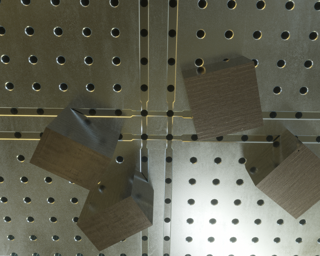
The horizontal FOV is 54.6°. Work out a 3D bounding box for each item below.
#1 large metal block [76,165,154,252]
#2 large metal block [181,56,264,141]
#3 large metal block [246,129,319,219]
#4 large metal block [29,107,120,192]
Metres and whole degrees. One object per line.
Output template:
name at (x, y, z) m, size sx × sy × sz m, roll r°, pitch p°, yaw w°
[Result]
large metal block at (-0.056, 0.106, 0.423) m, size 0.080 × 0.080 × 0.050 m, roll -29°, pitch 108°, yaw 10°
large metal block at (0.076, -0.038, 0.387) m, size 0.080 × 0.050 × 0.080 m, roll -14°, pitch 110°, yaw 5°
large metal block at (0.181, 0.063, 0.424) m, size 0.080 × 0.050 × 0.080 m, roll 39°, pitch 105°, yaw -13°
large metal block at (-0.102, 0.024, 0.392) m, size 0.080 × 0.080 × 0.050 m, roll 28°, pitch 108°, yaw -10°
